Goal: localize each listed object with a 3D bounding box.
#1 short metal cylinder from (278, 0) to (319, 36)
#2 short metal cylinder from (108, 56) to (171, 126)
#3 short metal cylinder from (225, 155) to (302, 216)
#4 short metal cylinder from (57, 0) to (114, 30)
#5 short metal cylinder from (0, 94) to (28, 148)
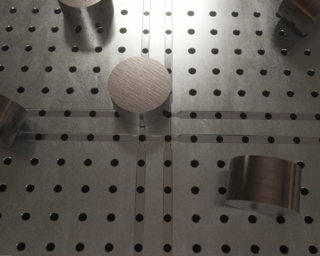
[{"bbox_3d":[0.222,-0.184,0.452,0.080,0.080,0.050,-36,74,-12],"label":"short metal cylinder"},{"bbox_3d":[-0.026,-0.048,0.416,0.081,0.050,0.080,0,70,-1],"label":"short metal cylinder"},{"bbox_3d":[0.119,0.068,0.359,0.080,0.080,0.050,11,71,4],"label":"short metal cylinder"},{"bbox_3d":[-0.113,-0.198,0.469,0.081,0.050,0.080,0,70,-1],"label":"short metal cylinder"},{"bbox_3d":[-0.215,-0.013,0.384,0.080,0.080,0.050,16,71,5],"label":"short metal cylinder"}]
